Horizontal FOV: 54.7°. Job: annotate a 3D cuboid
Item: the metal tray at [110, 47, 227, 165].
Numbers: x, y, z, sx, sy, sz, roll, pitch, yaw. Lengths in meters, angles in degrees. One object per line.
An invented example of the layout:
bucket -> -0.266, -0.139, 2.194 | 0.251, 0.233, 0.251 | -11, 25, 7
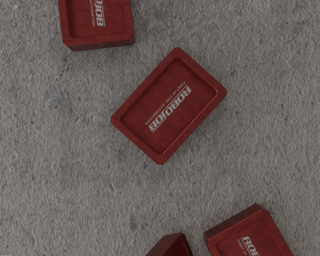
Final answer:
metal tray -> 0.011, -0.028, 0.407 | 0.090, 0.030, 0.130 | 42, 90, 0

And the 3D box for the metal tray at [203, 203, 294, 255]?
metal tray -> 0.128, 0.179, 0.408 | 0.090, 0.030, 0.130 | -30, 90, 0

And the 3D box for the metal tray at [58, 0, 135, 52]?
metal tray -> -0.085, -0.172, 0.406 | 0.091, 0.030, 0.129 | -7, 90, 0

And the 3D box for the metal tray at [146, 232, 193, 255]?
metal tray -> 0.022, 0.208, 0.376 | 0.030, 0.091, 0.129 | -22, 90, 30
